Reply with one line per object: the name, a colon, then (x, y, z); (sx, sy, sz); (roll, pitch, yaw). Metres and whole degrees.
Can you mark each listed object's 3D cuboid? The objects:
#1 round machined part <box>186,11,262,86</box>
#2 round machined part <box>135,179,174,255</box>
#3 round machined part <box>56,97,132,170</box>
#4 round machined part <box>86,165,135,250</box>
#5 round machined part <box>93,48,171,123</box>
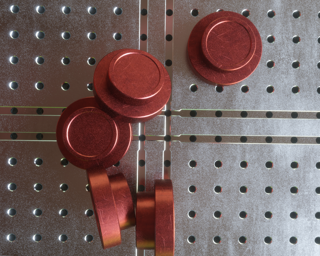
round machined part: (0.086, -0.106, 0.406); (0.099, 0.042, 0.097); (0, 90, -1)
round machined part: (-0.007, 0.112, 0.377); (0.042, 0.098, 0.097); (0, 90, -2)
round machined part: (-0.087, 0.008, 0.404); (0.099, 0.042, 0.097); (0, 90, -1)
round machined part: (-0.059, 0.092, 0.379); (0.042, 0.098, 0.097); (-12, 90, -16)
round machined part: (-0.032, -0.058, 0.386); (0.099, 0.042, 0.098); (6, 68, -14)
